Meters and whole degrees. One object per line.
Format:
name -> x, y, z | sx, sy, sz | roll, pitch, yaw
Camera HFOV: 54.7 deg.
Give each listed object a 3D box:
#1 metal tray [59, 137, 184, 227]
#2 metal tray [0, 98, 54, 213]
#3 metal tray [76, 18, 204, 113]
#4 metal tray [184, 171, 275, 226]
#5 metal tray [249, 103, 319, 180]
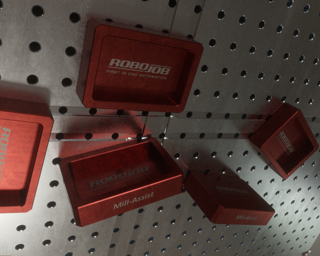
metal tray -> -0.048, 0.059, 0.380 | 0.131, 0.090, 0.030 | -14, 124, -21
metal tray -> -0.175, 0.033, 0.332 | 0.091, 0.030, 0.129 | 8, 115, -32
metal tray -> -0.022, -0.066, 0.356 | 0.131, 0.030, 0.089 | 2, 118, -30
metal tray -> 0.113, 0.114, 0.503 | 0.131, 0.090, 0.030 | 14, 111, -34
metal tray -> 0.224, 0.027, 0.550 | 0.090, 0.030, 0.130 | -45, 130, 3
